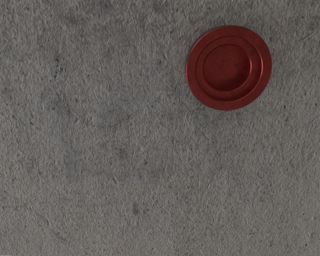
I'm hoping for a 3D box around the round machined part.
[{"bbox_3d":[0.079,-0.073,0.374,0.099,0.042,0.097,0,110,0],"label":"round machined part"}]
